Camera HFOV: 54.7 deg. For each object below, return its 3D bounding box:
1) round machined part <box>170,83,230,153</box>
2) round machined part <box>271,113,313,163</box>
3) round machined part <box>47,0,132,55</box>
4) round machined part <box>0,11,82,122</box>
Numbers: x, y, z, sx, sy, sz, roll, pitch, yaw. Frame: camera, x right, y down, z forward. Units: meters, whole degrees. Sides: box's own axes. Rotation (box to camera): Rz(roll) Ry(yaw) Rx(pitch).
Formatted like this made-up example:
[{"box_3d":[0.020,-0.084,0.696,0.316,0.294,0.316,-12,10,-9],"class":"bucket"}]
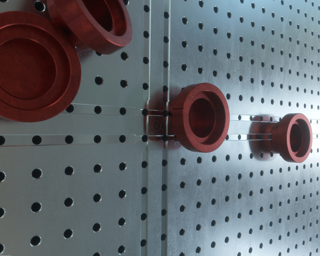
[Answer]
[{"box_3d":[0.053,-0.014,0.445,0.099,0.042,0.097,0,90,-40],"class":"round machined part"},{"box_3d":[0.260,0.020,0.618,0.099,0.042,0.097,0,90,-37],"class":"round machined part"},{"box_3d":[-0.075,-0.120,0.319,0.098,0.042,0.098,43,35,-41],"class":"round machined part"},{"box_3d":[-0.128,-0.054,0.290,0.099,0.042,0.097,-2,93,-39],"class":"round machined part"}]
